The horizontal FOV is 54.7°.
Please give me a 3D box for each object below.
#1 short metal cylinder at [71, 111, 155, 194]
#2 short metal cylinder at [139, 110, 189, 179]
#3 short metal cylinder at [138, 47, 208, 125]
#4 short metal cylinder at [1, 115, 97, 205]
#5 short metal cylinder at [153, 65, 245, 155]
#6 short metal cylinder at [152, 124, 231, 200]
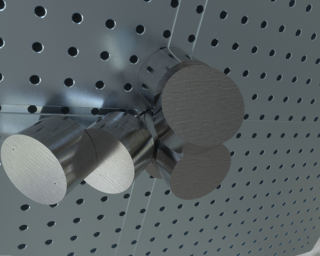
[{"bbox_3d":[-0.053,0.027,0.354,0.050,0.080,0.079,-45,148,-56],"label":"short metal cylinder"},{"bbox_3d":[0.006,0.020,0.409,0.081,0.050,0.079,-14,124,-21],"label":"short metal cylinder"},{"bbox_3d":[0.020,-0.051,0.374,0.081,0.050,0.079,-14,124,-21],"label":"short metal cylinder"},{"bbox_3d":[-0.115,0.032,0.324,0.050,0.080,0.079,-47,149,-56],"label":"short metal cylinder"},{"bbox_3d":[0.037,-0.016,0.312,0.081,0.080,0.050,-22,170,-16],"label":"short metal cylinder"},{"bbox_3d":[0.037,0.039,0.372,0.081,0.050,0.079,-14,124,-21],"label":"short metal cylinder"}]
